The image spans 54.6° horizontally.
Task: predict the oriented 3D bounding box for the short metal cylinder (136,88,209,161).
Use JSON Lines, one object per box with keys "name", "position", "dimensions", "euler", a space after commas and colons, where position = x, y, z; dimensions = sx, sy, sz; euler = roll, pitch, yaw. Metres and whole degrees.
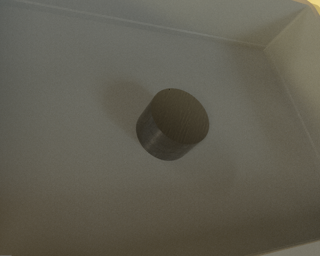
{"name": "short metal cylinder", "position": [0.016, -0.004, 0.400], "dimensions": [0.081, 0.050, 0.080], "euler": [13, 56, -21]}
